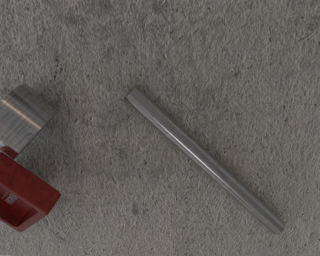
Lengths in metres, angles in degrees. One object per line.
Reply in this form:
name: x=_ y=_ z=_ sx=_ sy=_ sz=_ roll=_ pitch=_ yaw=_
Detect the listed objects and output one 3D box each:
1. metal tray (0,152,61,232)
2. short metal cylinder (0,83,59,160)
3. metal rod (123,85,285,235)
metal tray: x=-0.194 y=0.089 z=0.403 sx=0.090 sy=0.030 sz=0.129 roll=40 pitch=137 yaw=-14
short metal cylinder: x=-0.170 y=-0.008 z=0.376 sx=0.050 sy=0.080 sz=0.080 roll=42 pitch=105 yaw=-14
metal rod: x=0.070 y=0.052 z=0.429 sx=0.300 sy=0.025 sz=0.025 roll=42 pitch=105 yaw=-14
